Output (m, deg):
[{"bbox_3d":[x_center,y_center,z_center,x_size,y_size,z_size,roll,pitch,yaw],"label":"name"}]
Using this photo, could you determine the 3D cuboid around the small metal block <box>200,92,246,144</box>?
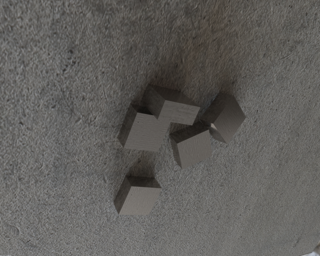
[{"bbox_3d":[0.090,-0.014,0.439,0.050,0.025,0.050,-52,131,-13],"label":"small metal block"}]

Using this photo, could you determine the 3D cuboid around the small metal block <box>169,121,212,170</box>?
[{"bbox_3d":[0.045,0.025,0.447,0.050,0.025,0.050,-23,127,-14],"label":"small metal block"}]

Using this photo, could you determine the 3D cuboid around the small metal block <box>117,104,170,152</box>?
[{"bbox_3d":[-0.020,0.001,0.396,0.050,0.025,0.050,9,114,-33],"label":"small metal block"}]

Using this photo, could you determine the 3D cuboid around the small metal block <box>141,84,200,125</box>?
[{"bbox_3d":[0.012,-0.029,0.379,0.050,0.050,0.025,8,114,-32],"label":"small metal block"}]

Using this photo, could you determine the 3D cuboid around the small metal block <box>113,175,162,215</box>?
[{"bbox_3d":[-0.033,0.098,0.450,0.050,0.025,0.050,11,113,-33],"label":"small metal block"}]
